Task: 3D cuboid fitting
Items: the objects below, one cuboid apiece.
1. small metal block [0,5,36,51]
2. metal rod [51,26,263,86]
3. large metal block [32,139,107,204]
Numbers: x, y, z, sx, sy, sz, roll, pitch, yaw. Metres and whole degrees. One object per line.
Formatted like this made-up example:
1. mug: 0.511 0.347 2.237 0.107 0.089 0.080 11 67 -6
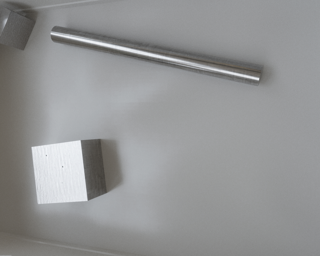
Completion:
1. small metal block: -0.227 -0.153 0.475 0.025 0.050 0.050 30 100 17
2. metal rod: -0.018 -0.101 0.415 0.301 0.025 0.025 16 95 18
3. large metal block: -0.128 0.061 0.441 0.080 0.050 0.080 -8 87 19
